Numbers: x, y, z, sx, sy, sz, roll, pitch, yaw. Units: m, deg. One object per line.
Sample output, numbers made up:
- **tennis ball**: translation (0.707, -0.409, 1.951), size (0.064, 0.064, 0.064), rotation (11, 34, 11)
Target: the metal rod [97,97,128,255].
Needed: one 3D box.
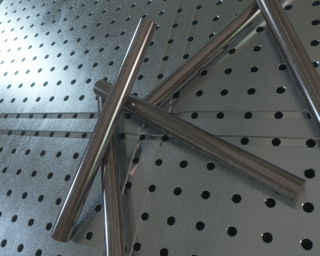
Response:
- **metal rod**: translation (-0.062, 0.072, 0.394), size (0.025, 0.025, 0.299), rotation (-21, 54, 15)

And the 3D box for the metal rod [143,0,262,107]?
- **metal rod**: translation (0.096, -0.132, 0.437), size (0.300, 0.025, 0.025), rotation (-42, 51, -1)

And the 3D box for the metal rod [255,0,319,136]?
- **metal rod**: translation (0.157, -0.079, 0.356), size (0.025, 0.025, 0.299), rotation (-20, 60, 16)

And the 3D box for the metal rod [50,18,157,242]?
- **metal rod**: translation (-0.071, -0.001, 0.400), size (0.025, 0.025, 0.299), rotation (19, 85, 35)

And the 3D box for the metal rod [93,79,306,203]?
- **metal rod**: translation (0.023, 0.001, 0.379), size (0.300, 0.025, 0.025), rotation (29, 77, 32)
